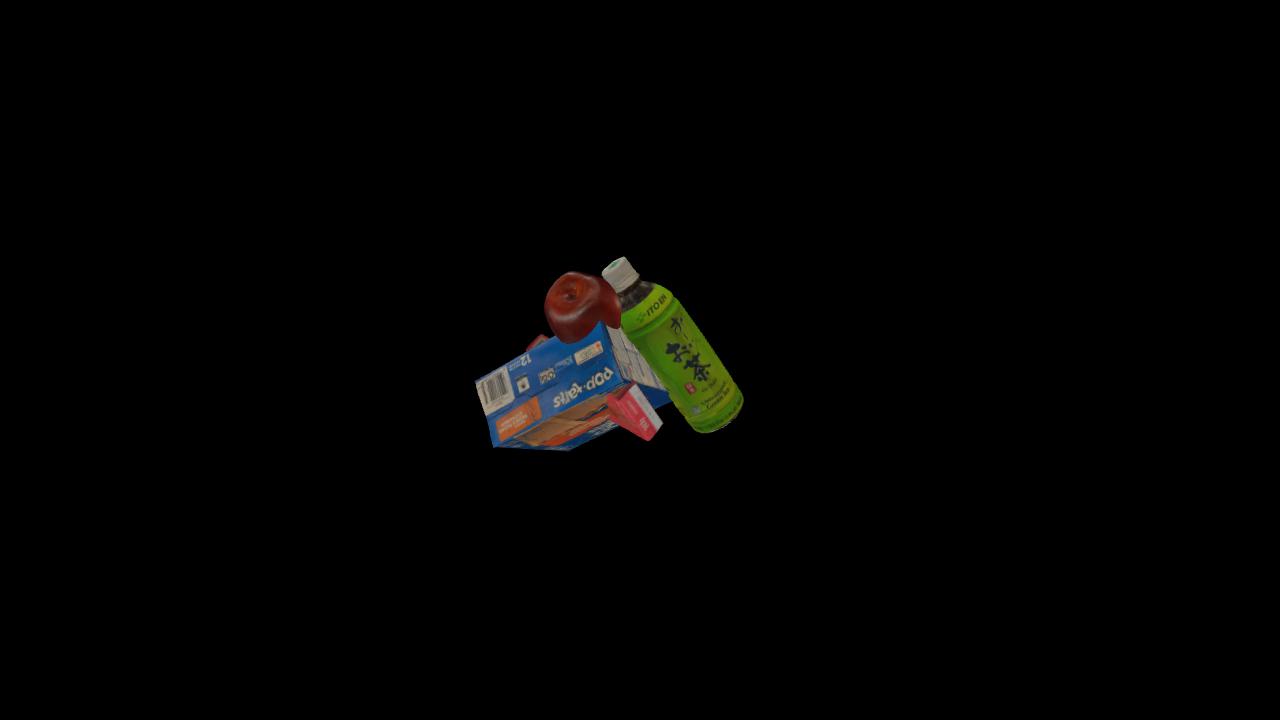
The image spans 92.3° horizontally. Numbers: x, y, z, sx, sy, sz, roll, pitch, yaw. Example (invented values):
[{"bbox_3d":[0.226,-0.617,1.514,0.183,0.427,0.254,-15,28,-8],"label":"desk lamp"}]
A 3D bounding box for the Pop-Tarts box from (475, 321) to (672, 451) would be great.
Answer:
[{"bbox_3d":[-0.066,0.033,0.680,0.167,0.083,0.141,-27,-20,20],"label":"Pop-Tarts box"}]

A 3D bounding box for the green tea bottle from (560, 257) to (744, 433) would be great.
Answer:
[{"bbox_3d":[0.031,-0.018,0.661,0.073,0.212,0.073,-32,19,13],"label":"green tea bottle"}]

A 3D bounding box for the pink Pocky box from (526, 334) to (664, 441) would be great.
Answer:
[{"bbox_3d":[-0.051,0.028,0.667,0.155,0.029,0.084,25,-22,38],"label":"pink Pocky box"}]

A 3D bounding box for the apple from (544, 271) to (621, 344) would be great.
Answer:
[{"bbox_3d":[-0.056,-0.047,0.633,0.079,0.079,0.093,0,-23,20],"label":"apple"}]
